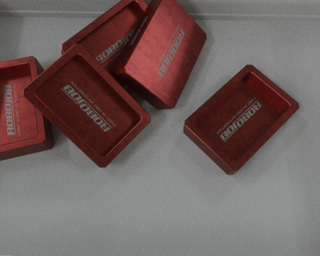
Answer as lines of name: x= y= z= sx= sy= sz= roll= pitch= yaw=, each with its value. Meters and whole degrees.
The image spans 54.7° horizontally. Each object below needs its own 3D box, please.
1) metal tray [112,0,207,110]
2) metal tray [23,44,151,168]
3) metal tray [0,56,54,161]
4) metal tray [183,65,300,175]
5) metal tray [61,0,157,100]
metal tray: x=0.004 y=-0.101 z=0.416 sx=0.090 sy=0.030 sz=0.130 roll=37 pitch=68 yaw=-32
metal tray: x=-0.087 y=-0.026 z=0.384 sx=0.130 sy=0.030 sz=0.090 roll=46 pitch=77 yaw=-13
metal tray: x=-0.199 y=-0.027 z=0.414 sx=0.091 sy=0.030 sz=0.130 roll=-13 pitch=71 yaw=-5
metal tray: x=0.107 y=-0.013 z=0.413 sx=0.130 sy=0.030 sz=0.090 roll=-42 pitch=76 yaw=-14
metal tray: x=-0.056 y=-0.111 z=0.425 sx=0.130 sy=0.030 sz=0.090 roll=-42 pitch=102 yaw=-13
